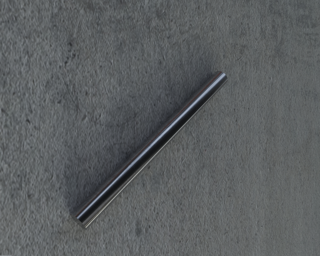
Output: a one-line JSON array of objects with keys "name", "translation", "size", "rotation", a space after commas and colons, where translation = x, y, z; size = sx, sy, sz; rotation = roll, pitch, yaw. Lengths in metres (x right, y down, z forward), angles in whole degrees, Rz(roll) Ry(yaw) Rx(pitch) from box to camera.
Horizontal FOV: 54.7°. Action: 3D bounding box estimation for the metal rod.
[{"name": "metal rod", "translation": [0.004, 0.011, 0.412], "size": [0.301, 0.025, 0.025], "rotation": [-44, 117, -31]}]
